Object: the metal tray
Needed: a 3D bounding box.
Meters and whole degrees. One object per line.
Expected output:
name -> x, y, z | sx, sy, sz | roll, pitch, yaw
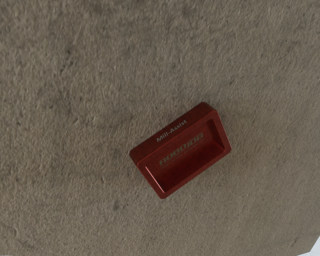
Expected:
metal tray -> 0.033, 0.034, 0.444 | 0.130, 0.030, 0.090 | -34, 129, -6
